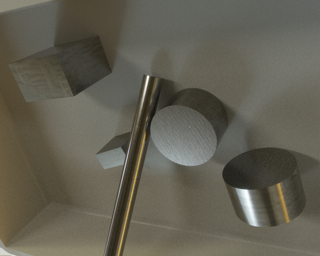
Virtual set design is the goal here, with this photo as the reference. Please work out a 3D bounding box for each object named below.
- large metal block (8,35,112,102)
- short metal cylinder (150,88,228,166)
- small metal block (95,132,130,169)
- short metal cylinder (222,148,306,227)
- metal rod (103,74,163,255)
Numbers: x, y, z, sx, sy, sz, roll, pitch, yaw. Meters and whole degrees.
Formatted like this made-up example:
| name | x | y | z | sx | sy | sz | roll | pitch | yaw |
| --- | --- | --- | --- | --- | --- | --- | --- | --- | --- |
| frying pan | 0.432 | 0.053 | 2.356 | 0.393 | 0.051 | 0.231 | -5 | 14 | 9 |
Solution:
| name | x | y | z | sx | sy | sz | roll | pitch | yaw |
| --- | --- | --- | --- | --- | --- | --- | --- | --- | --- |
| large metal block | -0.122 | -0.075 | 0.389 | 0.080 | 0.080 | 0.050 | -3 | 117 | 29 |
| short metal cylinder | 0.036 | -0.002 | 0.372 | 0.080 | 0.050 | 0.079 | 13 | 124 | 20 |
| small metal block | -0.054 | 0.030 | 0.438 | 0.050 | 0.050 | 0.025 | -17 | 109 | 34 |
| short metal cylinder | 0.117 | 0.065 | 0.351 | 0.080 | 0.080 | 0.050 | -9 | 114 | 31 |
| metal rod | -0.042 | 0.081 | 0.401 | 0.025 | 0.025 | 0.298 | 17 | 101 | 18 |
